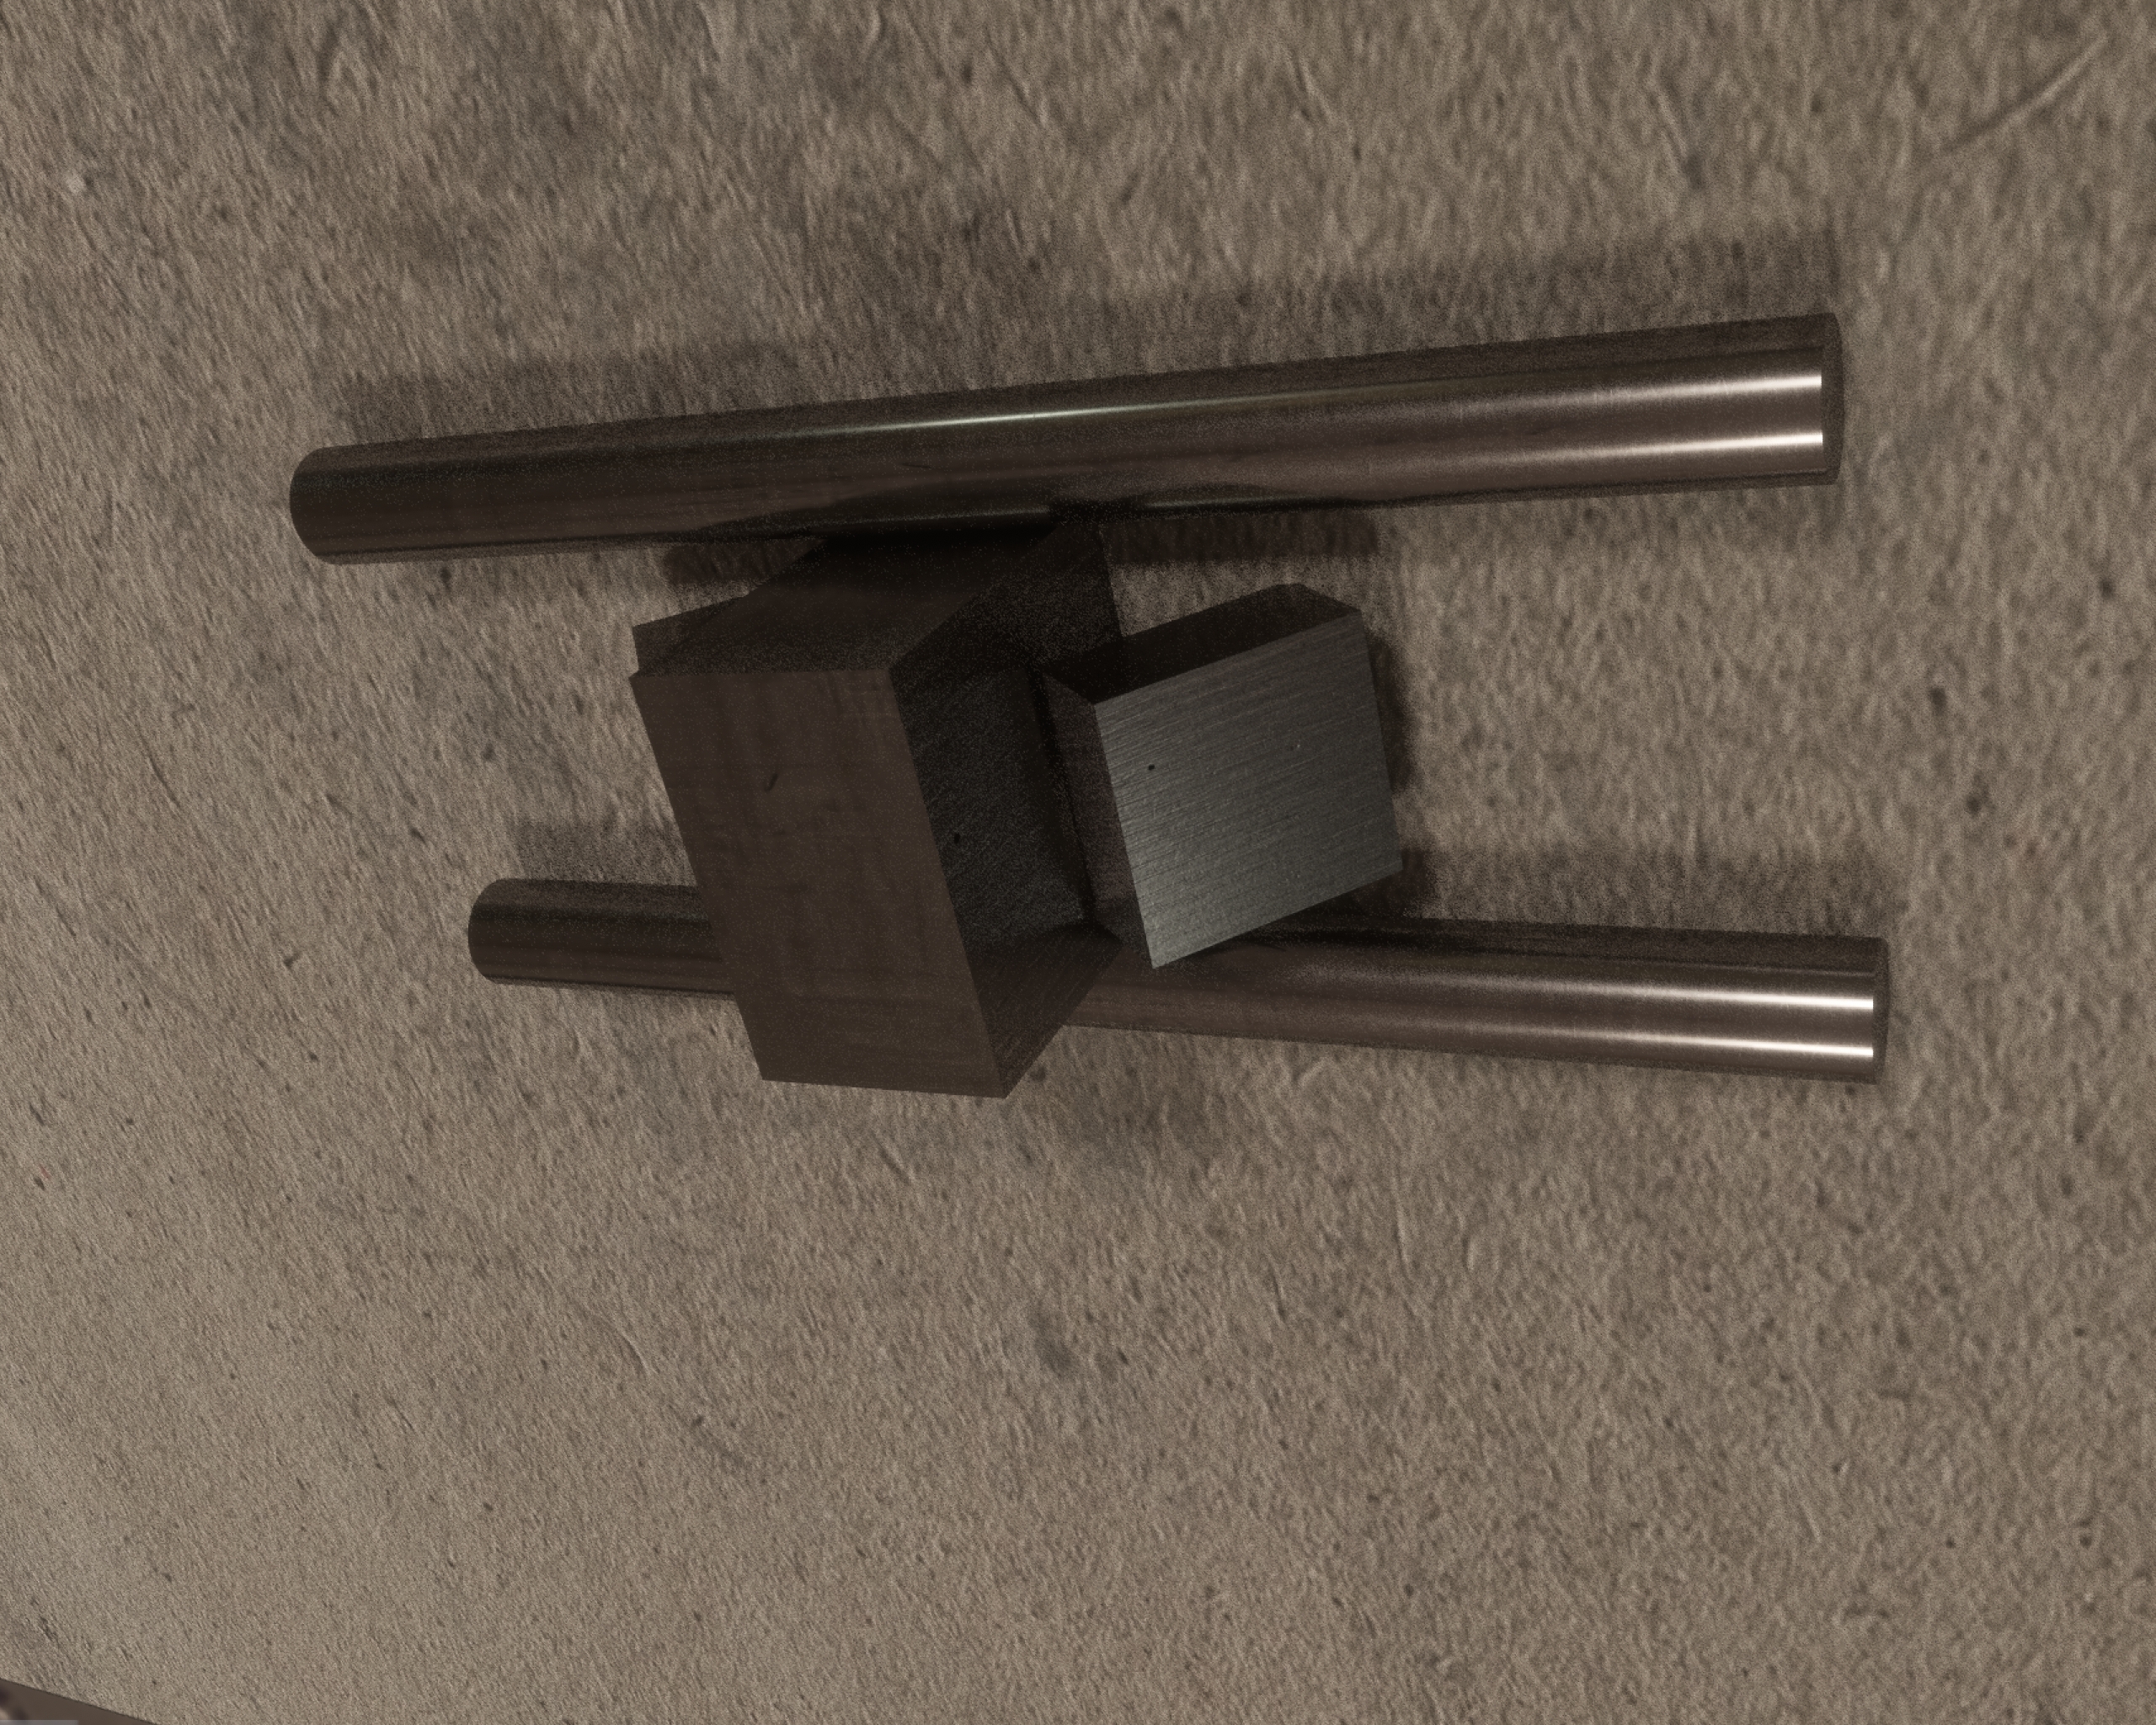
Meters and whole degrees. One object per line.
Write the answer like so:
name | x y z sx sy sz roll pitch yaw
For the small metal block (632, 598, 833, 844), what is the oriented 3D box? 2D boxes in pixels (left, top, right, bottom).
small metal block | -0.067 -0.020 0.412 0.025 0.050 0.050 -17 116 -8

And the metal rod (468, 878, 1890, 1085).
metal rod | 0.001 0.021 0.419 0.301 0.025 0.025 2 119 27

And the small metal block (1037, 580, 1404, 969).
small metal block | 0.026 -0.016 0.366 0.025 0.050 0.050 40 147 60

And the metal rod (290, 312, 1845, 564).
metal rod | -0.023 -0.072 0.374 0.301 0.025 0.025 2 119 27

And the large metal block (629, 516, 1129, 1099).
large metal block | -0.026 -0.014 0.379 0.050 0.080 0.079 1 119 27
